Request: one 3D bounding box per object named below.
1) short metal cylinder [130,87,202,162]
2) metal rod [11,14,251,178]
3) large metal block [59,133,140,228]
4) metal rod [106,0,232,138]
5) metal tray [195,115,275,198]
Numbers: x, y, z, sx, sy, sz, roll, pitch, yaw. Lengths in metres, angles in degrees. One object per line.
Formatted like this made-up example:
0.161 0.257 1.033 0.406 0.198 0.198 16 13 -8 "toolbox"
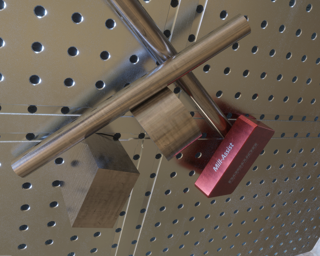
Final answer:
0.006 -0.006 0.375 0.050 0.080 0.080 -37 129 -3 "short metal cylinder"
-0.034 -0.035 0.347 0.301 0.025 0.025 -32 129 2 "metal rod"
-0.076 0.061 0.372 0.050 0.080 0.080 14 111 -34 "large metal block"
0.017 -0.076 0.373 0.025 0.025 0.300 -44 129 2 "metal rod"
0.118 0.047 0.483 0.091 0.030 0.129 10 115 -53 "metal tray"
